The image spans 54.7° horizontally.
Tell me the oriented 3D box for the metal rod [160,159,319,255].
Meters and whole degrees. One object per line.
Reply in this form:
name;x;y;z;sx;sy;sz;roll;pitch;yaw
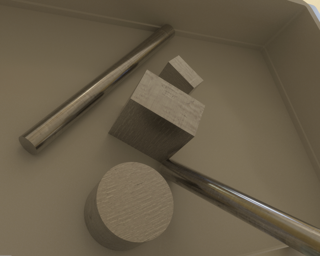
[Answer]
metal rod;0.106;0.087;0.277;0.025;0.300;0.025;-15;113;-37

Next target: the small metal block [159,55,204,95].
small metal block;0.026;-0.067;0.446;0.050;0.050;0.025;46;51;4

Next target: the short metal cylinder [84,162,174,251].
short metal cylinder;-0.033;0.082;0.323;0.081;0.050;0.080;14;56;-21

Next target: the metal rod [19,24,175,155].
metal rod;-0.061;-0.070;0.416;0.025;0.025;0.301;41;51;-1

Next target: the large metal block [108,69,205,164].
large metal block;-0.005;-0.010;0.375;0.080;0.080;0.050;31;52;-9
